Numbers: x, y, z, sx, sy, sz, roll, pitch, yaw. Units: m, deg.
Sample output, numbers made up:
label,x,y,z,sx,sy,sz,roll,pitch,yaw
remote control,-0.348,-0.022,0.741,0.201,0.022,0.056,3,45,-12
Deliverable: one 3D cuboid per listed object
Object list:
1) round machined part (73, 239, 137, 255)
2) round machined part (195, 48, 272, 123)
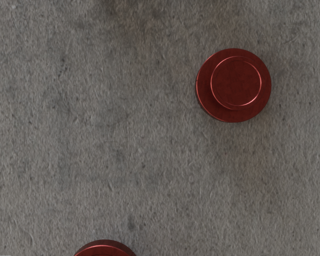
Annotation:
label,x,y,z,sx,sy,sz,roll,pitch,yaw
round machined part,-0.071,0.192,0.401,0.099,0.042,0.097,0,90,-1
round machined part,0.097,-0.056,0.403,0.099,0.042,0.097,0,90,-1
